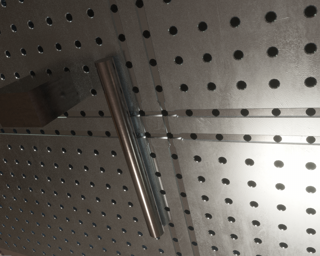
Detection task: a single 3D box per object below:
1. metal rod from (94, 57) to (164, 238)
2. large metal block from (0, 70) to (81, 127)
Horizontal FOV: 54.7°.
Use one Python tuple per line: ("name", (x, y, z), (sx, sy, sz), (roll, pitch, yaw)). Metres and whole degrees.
("metal rod", (-0.038, 0.044, 0.457), (0.025, 0.025, 0.298), (0, 119, 28))
("large metal block", (-0.177, -0.042, 0.441), (0.080, 0.080, 0.050), (0, 119, 28))
